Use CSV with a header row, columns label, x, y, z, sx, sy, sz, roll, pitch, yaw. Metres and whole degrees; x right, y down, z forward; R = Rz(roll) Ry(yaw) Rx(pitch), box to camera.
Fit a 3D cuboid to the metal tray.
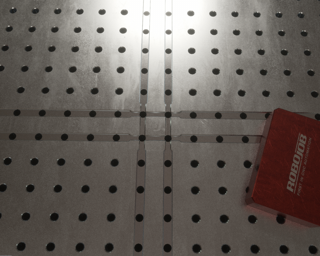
label,x,y,z,sx,sy,sz,roll,pitch,yaw
metal tray,0.171,0.048,0.394,0.090,0.030,0.130,19,71,6
